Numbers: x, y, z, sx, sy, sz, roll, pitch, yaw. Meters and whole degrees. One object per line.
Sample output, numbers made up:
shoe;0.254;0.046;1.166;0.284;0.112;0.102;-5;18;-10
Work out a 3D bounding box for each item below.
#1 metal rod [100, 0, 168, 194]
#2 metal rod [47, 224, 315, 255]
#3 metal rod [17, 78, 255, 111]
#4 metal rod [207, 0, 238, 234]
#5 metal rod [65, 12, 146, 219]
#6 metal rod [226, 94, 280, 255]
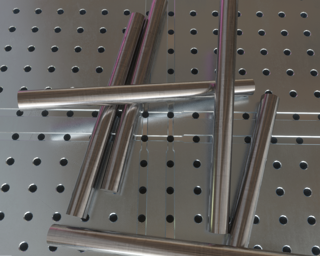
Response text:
metal rod;-0.031;-0.059;0.433;0.025;0.025;0.299;11;70;4
metal rod;0.021;0.136;0.342;0.301;0.025;0.025;4;70;9
metal rod;-0.020;-0.045;0.402;0.302;0.025;0.025;-5;70;-12
metal rod;0.081;-0.023;0.393;0.025;0.025;0.299;4;80;2
metal rod;-0.067;-0.031;0.422;0.025;0.025;0.299;12;70;4
metal rod;0.105;0.093;0.378;0.025;0.025;0.300;17;71;6
